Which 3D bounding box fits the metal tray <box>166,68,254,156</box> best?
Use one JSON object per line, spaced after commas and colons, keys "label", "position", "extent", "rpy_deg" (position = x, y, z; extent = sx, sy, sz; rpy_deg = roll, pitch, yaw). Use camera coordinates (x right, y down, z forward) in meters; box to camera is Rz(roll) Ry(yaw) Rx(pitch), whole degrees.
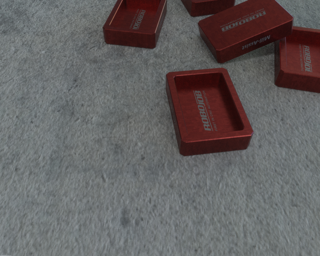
{"label": "metal tray", "position": [0.062, -0.027, 0.423], "extent": [0.091, 0.030, 0.130], "rpy_deg": [-6, 50, -6]}

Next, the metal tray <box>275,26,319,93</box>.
{"label": "metal tray", "position": [0.235, -0.113, 0.498], "extent": [0.090, 0.030, 0.130], "rpy_deg": [10, 51, 8]}

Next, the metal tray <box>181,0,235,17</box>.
{"label": "metal tray", "position": [0.088, -0.281, 0.636], "extent": [0.091, 0.030, 0.130], "rpy_deg": [-11, 51, -10]}

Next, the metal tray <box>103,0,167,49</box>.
{"label": "metal tray", "position": [-0.042, -0.200, 0.566], "extent": [0.090, 0.030, 0.130], "rpy_deg": [8, 50, 6]}

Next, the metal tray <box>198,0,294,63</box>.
{"label": "metal tray", "position": [0.141, -0.169, 0.520], "extent": [0.131, 0.030, 0.090], "rpy_deg": [-22, 52, 2]}
